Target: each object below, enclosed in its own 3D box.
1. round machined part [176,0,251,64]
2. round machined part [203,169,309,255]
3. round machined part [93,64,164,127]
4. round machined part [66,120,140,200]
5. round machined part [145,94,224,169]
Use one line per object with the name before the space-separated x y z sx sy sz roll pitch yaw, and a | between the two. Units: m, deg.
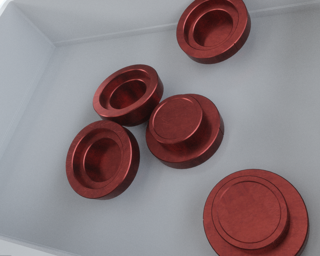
round machined part | 0.076 -0.132 0.426 0.098 0.042 0.098 -8 72 27
round machined part | 0.088 0.084 0.296 0.098 0.042 0.098 -13 56 20
round machined part | -0.040 -0.040 0.433 0.098 0.042 0.098 -15 47 16
round machined part | -0.068 0.042 0.395 0.098 0.042 0.098 -8 70 24
round machined part | 0.026 -0.002 0.382 0.098 0.042 0.098 -13 56 20
